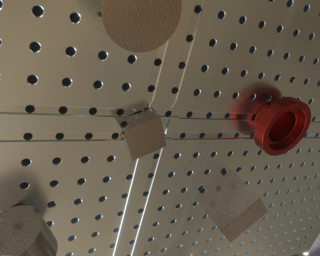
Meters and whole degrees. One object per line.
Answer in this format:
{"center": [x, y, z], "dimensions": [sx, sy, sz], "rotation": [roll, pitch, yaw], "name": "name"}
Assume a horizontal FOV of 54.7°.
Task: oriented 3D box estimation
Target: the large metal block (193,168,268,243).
{"center": [0.118, 0.128, 0.522], "dimensions": [0.080, 0.080, 0.050], "rotation": [-39, 130, -3], "name": "large metal block"}

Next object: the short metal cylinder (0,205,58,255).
{"center": [-0.171, 0.140, 0.370], "dimensions": [0.081, 0.080, 0.050], "rotation": [-22, 127, -15], "name": "short metal cylinder"}

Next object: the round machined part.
{"center": [0.192, -0.007, 0.504], "dimensions": [0.099, 0.042, 0.097], "rotation": [-14, 125, -21], "name": "round machined part"}

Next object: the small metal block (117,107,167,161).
{"center": [-0.023, 0.008, 0.405], "dimensions": [0.050, 0.025, 0.050], "rotation": [-23, 127, -15], "name": "small metal block"}

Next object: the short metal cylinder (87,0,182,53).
{"center": [-0.026, -0.121, 0.307], "dimensions": [0.081, 0.050, 0.079], "rotation": [-14, 125, -21], "name": "short metal cylinder"}
